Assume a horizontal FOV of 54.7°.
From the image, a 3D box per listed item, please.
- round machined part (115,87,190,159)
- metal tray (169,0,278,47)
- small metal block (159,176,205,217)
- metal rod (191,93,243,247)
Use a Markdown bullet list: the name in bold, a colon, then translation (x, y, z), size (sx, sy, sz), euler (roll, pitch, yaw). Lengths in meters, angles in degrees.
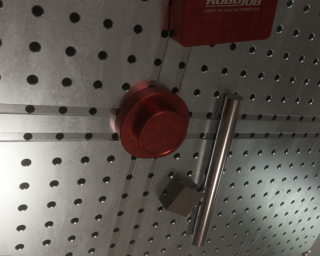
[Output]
- **round machined part**: translation (-0.004, 0.000, 0.399), size (0.099, 0.042, 0.097), euler (-14, 125, -21)
- **metal tray**: translation (0.078, -0.147, 0.361), size (0.131, 0.030, 0.089), euler (-11, 124, -23)
- **small metal block**: translation (0.036, 0.112, 0.503), size (0.050, 0.025, 0.050), euler (30, 101, -38)
- **metal rod**: translation (0.089, 0.085, 0.515), size (0.025, 0.025, 0.298), euler (-7, 122, -25)
